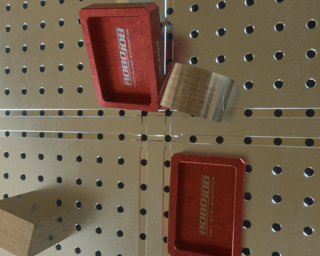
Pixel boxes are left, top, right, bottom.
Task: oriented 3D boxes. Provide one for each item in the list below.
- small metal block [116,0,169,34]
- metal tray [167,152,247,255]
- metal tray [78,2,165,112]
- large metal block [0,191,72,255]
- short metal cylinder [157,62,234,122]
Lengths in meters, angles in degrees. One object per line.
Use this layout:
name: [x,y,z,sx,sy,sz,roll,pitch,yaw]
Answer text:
small metal block: [-0.025,-0.147,0.404,0.050,0.050,0.025,50,127,13]
metal tray: [0.058,0.098,0.388,0.090,0.030,0.129,3,91,19]
metal tray: [-0.043,-0.087,0.390,0.090,0.030,0.129,6,124,19]
large metal block: [-0.190,0.137,0.449,0.080,0.080,0.050,16,96,19]
short metal cylinder: [0.042,-0.042,0.368,0.080,0.080,0.050,18,96,18]
